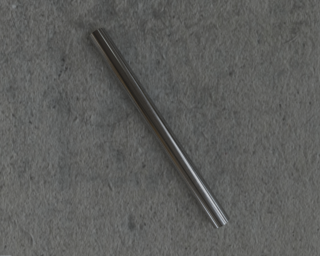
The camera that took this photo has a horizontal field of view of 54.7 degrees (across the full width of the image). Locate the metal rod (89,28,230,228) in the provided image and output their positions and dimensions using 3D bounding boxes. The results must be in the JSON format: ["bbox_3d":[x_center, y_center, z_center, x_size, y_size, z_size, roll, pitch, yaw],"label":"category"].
[{"bbox_3d":[-0.001,0.000,0.409,0.025,0.025,0.299,-33,90,0],"label":"metal rod"}]
